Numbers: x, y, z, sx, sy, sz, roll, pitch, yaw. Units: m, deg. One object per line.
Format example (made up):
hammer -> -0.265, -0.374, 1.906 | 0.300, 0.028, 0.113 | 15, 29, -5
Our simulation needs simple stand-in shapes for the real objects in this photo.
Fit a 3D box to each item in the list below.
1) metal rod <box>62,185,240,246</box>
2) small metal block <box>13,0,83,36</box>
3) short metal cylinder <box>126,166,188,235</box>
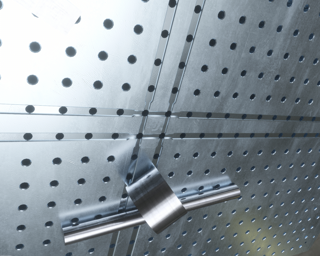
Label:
metal rod -> 0.001, 0.133, 0.496 | 0.303, 0.025, 0.025 | -8, 122, -25
small metal block -> -0.102, -0.112, 0.271 | 0.050, 0.050, 0.025 | 31, 101, -38
short metal cylinder -> -0.005, 0.101, 0.438 | 0.050, 0.080, 0.080 | -35, 129, -5
